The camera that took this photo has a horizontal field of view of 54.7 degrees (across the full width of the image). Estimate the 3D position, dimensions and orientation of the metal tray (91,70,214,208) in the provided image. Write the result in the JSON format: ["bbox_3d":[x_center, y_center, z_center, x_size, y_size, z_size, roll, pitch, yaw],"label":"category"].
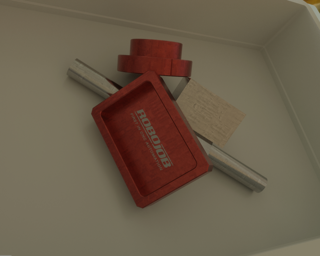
[{"bbox_3d":[-0.011,0.012,0.352,0.130,0.090,0.030,61,13,15],"label":"metal tray"}]

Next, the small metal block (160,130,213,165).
[{"bbox_3d":[0.030,0.024,0.390,0.050,0.050,0.025,33,51,-7],"label":"small metal block"}]

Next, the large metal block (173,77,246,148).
[{"bbox_3d":[0.055,-0.024,0.409,0.080,0.050,0.080,32,9,-8],"label":"large metal block"}]

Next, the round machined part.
[{"bbox_3d":[-0.006,-0.093,0.410,0.099,0.098,0.042,-2,103,-30],"label":"round machined part"}]

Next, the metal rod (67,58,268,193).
[{"bbox_3d":[0.015,0.001,0.413,0.301,0.025,0.025,32,51,-8],"label":"metal rod"}]
